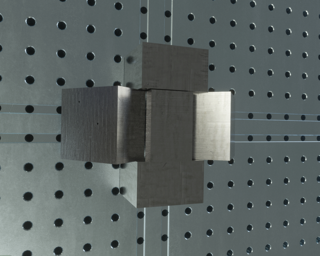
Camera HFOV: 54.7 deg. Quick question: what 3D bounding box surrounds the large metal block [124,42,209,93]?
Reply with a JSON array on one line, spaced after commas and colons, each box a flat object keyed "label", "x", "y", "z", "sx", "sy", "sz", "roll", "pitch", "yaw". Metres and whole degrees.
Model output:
[{"label": "large metal block", "x": 0.005, "y": -0.068, "z": 0.385, "sx": 0.081, "sy": 0.080, "sz": 0.050, "roll": 1, "pitch": 90, "yaw": -20}]

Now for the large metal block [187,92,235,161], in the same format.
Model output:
[{"label": "large metal block", "x": 0.069, "y": -0.002, "z": 0.401, "sx": 0.050, "sy": 0.080, "sz": 0.079, "roll": 1, "pitch": 89, "yaw": 17}]

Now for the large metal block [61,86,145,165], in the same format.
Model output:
[{"label": "large metal block", "x": -0.065, "y": -0.004, "z": 0.353, "sx": 0.050, "sy": 0.080, "sz": 0.079, "roll": 0, "pitch": 91, "yaw": -60}]

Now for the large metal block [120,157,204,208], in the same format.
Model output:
[{"label": "large metal block", "x": -0.001, "y": 0.061, "z": 0.383, "sx": 0.081, "sy": 0.080, "sz": 0.050, "roll": 1, "pitch": 90, "yaw": -20}]

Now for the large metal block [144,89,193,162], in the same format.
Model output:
[{"label": "large metal block", "x": 0.000, "y": -0.002, "z": 0.383, "sx": 0.050, "sy": 0.080, "sz": 0.079, "roll": 1, "pitch": 90, "yaw": -20}]
